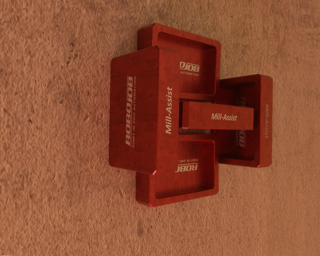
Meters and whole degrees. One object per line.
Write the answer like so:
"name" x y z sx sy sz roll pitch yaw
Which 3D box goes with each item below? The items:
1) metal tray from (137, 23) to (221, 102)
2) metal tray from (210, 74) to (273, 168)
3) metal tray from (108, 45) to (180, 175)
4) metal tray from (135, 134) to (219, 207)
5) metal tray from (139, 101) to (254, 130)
"metal tray" 0.030 -0.084 0.427 0.131 0.030 0.089 0 93 -40
"metal tray" 0.119 -0.010 0.463 0.030 0.090 0.129 2 89 -40
"metal tray" -0.020 -0.018 0.347 0.030 0.090 0.129 2 90 -41
"metal tray" 0.028 0.053 0.428 0.131 0.030 0.089 1 89 -40
"metal tray" 0.049 -0.014 0.406 0.131 0.090 0.030 1 91 -40
